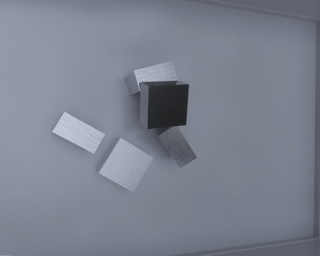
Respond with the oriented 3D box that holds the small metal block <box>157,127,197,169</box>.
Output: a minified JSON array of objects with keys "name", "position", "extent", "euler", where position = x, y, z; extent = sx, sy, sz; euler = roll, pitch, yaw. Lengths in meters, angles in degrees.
[{"name":"small metal block","position":[0.020,0.018,0.402],"extent":[0.025,0.050,0.050],"euler":[-34,102,4]}]

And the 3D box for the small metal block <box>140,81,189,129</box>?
[{"name":"small metal block","position":[0.005,-0.028,0.366],"extent":[0.050,0.025,0.050],"euler":[-6,110,-24]}]

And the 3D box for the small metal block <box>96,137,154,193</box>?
[{"name":"small metal block","position":[-0.045,0.046,0.394],"extent":[0.050,0.025,0.050],"euler":[34,79,-17]}]

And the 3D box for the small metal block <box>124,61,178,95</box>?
[{"name":"small metal block","position":[-0.013,-0.062,0.392],"extent":[0.050,0.050,0.025],"euler":[-18,96,-19]}]

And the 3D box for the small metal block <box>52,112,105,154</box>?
[{"name":"small metal block","position":[-0.097,0.005,0.362],"extent":[0.050,0.050,0.025],"euler":[31,80,-18]}]
